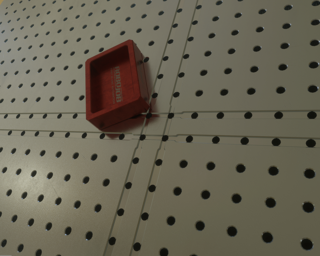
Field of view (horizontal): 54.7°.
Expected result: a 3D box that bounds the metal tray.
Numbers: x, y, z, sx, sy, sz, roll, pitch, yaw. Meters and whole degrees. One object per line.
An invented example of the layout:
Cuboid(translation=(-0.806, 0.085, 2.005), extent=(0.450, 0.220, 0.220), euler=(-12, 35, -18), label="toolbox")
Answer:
Cuboid(translation=(-0.070, -0.070, 0.482), extent=(0.090, 0.030, 0.130), euler=(-21, 54, 15), label="metal tray")
